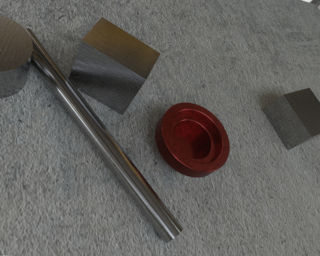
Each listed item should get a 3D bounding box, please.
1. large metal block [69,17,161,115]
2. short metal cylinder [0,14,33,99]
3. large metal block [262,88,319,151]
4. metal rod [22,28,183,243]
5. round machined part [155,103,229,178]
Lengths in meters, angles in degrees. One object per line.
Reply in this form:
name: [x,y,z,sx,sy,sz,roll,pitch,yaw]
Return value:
large metal block: [-0.058,-0.073,0.383,0.080,0.080,0.050,30,52,-9]
short metal cylinder: [-0.184,-0.078,0.336,0.081,0.050,0.080,14,56,-21]
large metal block: [0.238,-0.017,0.529,0.081,0.050,0.080,-15,70,-34]
metal rod: [-0.076,0.002,0.361,0.025,0.025,0.300,-32,80,-38]
round machined part: [0.038,0.019,0.404,0.099,0.042,0.098,14,56,-21]
